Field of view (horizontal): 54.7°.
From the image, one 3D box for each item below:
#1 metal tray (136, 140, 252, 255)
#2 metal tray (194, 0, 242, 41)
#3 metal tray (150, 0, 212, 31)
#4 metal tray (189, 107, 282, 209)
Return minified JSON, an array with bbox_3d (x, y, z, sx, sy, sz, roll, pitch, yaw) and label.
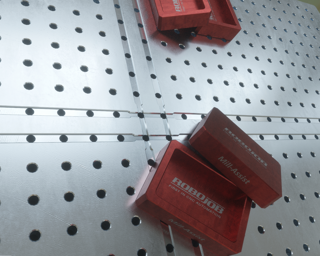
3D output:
[{"bbox_3d":[0.047,0.085,0.380,0.130,0.030,0.090,33,51,-7],"label":"metal tray"},{"bbox_3d":[0.097,-0.235,0.602,0.091,0.030,0.130,2,61,-28],"label":"metal tray"},{"bbox_3d":[0.028,-0.234,0.545,0.091,0.030,0.130,-9,65,-9],"label":"metal tray"},{"bbox_3d":[0.106,0.036,0.421,0.130,0.030,0.090,42,28,0],"label":"metal tray"}]
